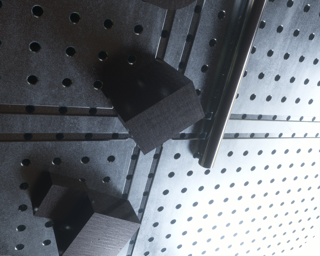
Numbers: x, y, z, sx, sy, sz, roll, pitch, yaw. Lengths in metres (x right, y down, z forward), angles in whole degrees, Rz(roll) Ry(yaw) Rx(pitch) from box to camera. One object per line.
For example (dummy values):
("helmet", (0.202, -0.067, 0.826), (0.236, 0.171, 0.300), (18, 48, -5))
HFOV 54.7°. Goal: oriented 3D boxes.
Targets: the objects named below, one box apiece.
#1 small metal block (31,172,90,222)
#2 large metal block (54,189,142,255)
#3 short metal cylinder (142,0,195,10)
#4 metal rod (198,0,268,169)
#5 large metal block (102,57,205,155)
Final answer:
("small metal block", (-0.128, 0.089, 0.398), (0.050, 0.025, 0.050), (24, 105, -37))
("large metal block", (-0.088, 0.140, 0.435), (0.080, 0.050, 0.080), (29, 102, -38))
("short metal cylinder", (0.004, -0.161, 0.299), (0.081, 0.050, 0.079), (-14, 125, -21))
("metal rod", (0.101, -0.074, 0.422), (0.025, 0.025, 0.298), (-3, 120, -28))
("large metal block", (-0.009, -0.028, 0.355), (0.080, 0.080, 0.050), (-32, 129, -8))
